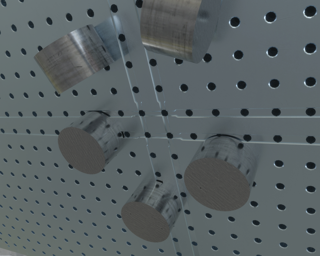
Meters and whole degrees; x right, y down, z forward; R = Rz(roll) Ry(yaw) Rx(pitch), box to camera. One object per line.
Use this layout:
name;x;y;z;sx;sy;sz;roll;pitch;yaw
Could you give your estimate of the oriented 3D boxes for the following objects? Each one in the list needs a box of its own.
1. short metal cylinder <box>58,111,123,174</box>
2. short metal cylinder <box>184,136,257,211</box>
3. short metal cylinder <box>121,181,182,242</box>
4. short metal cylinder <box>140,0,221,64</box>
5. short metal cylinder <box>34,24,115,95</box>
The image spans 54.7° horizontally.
short metal cylinder;-0.102;0.022;0.460;0.080;0.050;0.079;13;124;20
short metal cylinder;0.077;0.057;0.389;0.080;0.050;0.079;13;124;20
short metal cylinder;-0.012;0.129;0.480;0.080;0.050;0.079;13;124;20
short metal cylinder;0.022;-0.107;0.297;0.050;0.080;0.079;19;126;17
short metal cylinder;-0.103;-0.083;0.377;0.080;0.080;0.050;-20;108;35
